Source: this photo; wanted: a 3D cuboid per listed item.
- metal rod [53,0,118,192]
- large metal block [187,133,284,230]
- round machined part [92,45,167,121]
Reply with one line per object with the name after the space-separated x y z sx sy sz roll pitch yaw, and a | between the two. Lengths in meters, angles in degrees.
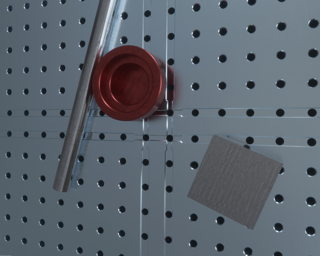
-0.108 -0.052 0.450 0.025 0.025 0.298 18 96 19 | metal rod
0.089 0.059 0.368 0.080 0.050 0.080 24 98 18 | large metal block
-0.037 -0.058 0.417 0.098 0.042 0.097 0 90 20 | round machined part
